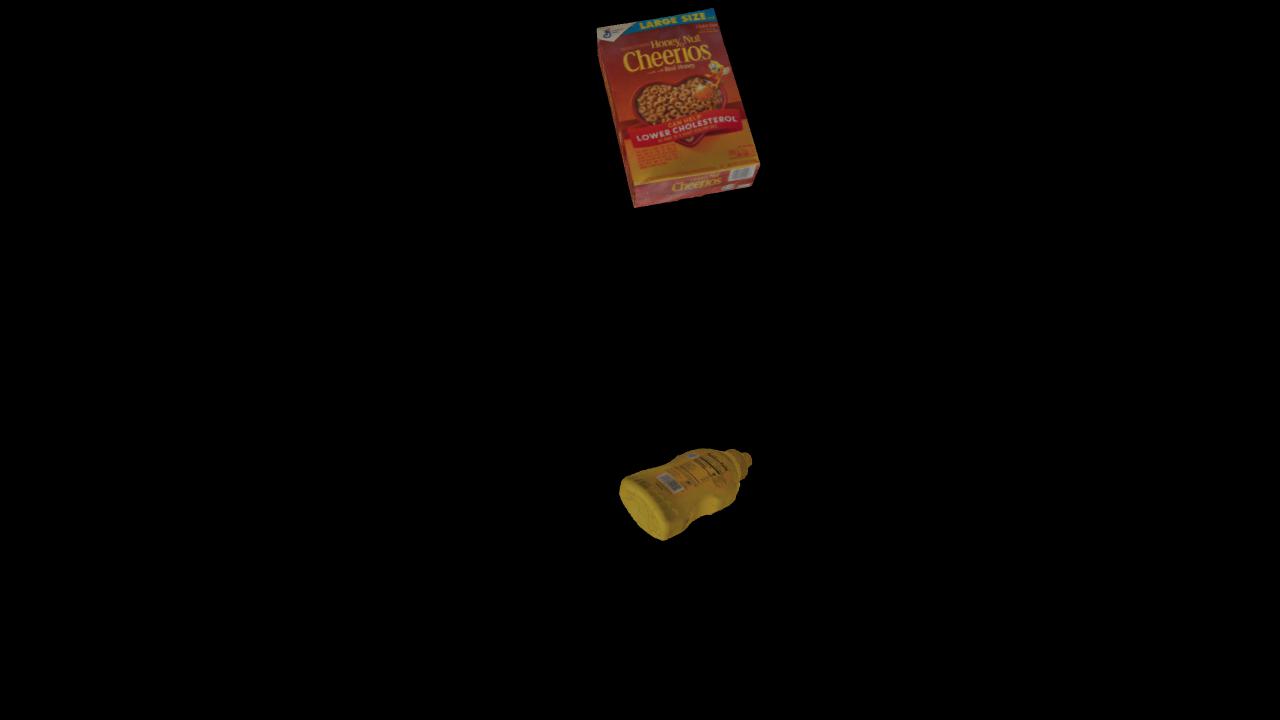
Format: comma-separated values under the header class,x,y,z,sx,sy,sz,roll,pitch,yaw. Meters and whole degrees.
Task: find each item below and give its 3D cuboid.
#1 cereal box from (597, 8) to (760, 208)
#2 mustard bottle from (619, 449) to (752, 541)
class,x,y,z,sx,sy,sz,roll,pitch,yaw
cereal box,0.055,-0.413,1.000,0.203,0.306,0.081,-11,-15,-4
mustard bottle,0.072,0.151,0.759,0.184,0.054,0.092,-17,34,-36
